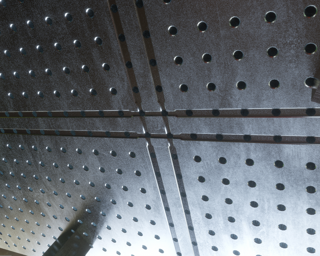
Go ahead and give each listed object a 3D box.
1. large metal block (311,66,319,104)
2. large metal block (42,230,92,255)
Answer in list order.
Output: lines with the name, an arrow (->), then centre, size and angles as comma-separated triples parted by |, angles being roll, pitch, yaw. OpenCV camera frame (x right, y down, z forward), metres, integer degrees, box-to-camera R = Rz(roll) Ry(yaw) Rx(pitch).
large metal block -> 0.187, -0.054, 0.263 | 0.080, 0.050, 0.079 | 21, 126, 15
large metal block -> -0.204, 0.269, 0.647 | 0.080, 0.080, 0.050 | -32, 101, 38
